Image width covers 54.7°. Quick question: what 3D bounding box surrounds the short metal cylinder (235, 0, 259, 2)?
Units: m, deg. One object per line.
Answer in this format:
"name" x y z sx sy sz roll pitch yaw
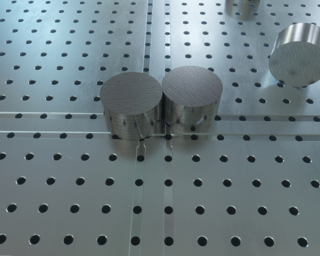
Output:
"short metal cylinder" 0.183 -0.309 0.654 0.081 0.050 0.080 0 50 0

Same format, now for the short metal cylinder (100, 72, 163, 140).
"short metal cylinder" -0.037 -0.030 0.416 0.081 0.050 0.080 0 50 0

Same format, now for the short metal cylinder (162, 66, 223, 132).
"short metal cylinder" 0.042 -0.041 0.426 0.081 0.050 0.080 1 50 0

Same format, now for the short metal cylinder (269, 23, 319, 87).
"short metal cylinder" 0.210 -0.109 0.467 0.080 0.080 0.050 18 52 14
